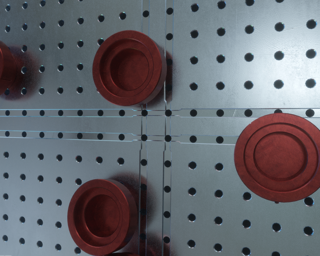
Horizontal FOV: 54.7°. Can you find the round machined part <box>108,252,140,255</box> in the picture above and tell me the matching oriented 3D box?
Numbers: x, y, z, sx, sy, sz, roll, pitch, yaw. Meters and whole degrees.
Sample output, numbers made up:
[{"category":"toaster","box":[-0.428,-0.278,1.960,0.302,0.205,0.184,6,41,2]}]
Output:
[{"category":"round machined part","box":[-0.045,0.206,0.410,0.098,0.042,0.097,3,106,12]}]

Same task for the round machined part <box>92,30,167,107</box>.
[{"category":"round machined part","box":[-0.037,-0.077,0.416,0.098,0.042,0.097,0,90,19]}]

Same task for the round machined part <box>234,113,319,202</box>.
[{"category":"round machined part","box":[0.137,0.032,0.355,0.098,0.042,0.097,0,90,19]}]

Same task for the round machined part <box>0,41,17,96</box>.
[{"category":"round machined part","box":[-0.273,-0.095,0.497,0.098,0.042,0.097,0,90,19]}]

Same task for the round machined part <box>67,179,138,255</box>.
[{"category":"round machined part","box":[-0.074,0.119,0.423,0.098,0.042,0.097,-4,79,23]}]
